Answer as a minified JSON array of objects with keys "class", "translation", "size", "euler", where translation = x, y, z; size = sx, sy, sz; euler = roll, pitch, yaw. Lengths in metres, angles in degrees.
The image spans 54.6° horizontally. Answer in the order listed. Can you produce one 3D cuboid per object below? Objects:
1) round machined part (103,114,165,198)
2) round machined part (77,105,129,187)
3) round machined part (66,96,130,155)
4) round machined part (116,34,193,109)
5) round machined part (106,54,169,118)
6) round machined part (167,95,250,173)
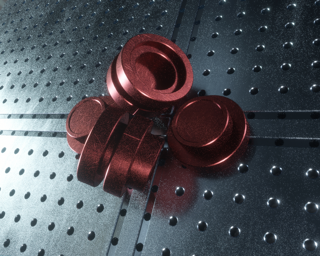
[{"class":"round machined part","translation":[-0.026,0.037,0.365],"size":[0.042,0.098,0.098],"euler":[23,71,3]},{"class":"round machined part","translation":[-0.056,0.026,0.370],"size":[0.042,0.098,0.098],"euler":[22,71,3]},{"class":"round machined part","translation":[-0.097,-0.007,0.453],"size":[0.098,0.042,0.098],"euler":[-13,56,21]},{"class":"round machined part","translation":[-0.010,-0.069,0.401],"size":[0.042,0.099,0.098],"euler":[-41,35,56]},{"class":"round machined part","translation":[-0.026,-0.058,0.426],"size":[0.042,0.099,0.098],"euler":[-41,35,56]},{"class":"round machined part","translation":[0.053,0.001,0.370],"size":[0.098,0.042,0.098],"euler":[-13,56,21]}]
